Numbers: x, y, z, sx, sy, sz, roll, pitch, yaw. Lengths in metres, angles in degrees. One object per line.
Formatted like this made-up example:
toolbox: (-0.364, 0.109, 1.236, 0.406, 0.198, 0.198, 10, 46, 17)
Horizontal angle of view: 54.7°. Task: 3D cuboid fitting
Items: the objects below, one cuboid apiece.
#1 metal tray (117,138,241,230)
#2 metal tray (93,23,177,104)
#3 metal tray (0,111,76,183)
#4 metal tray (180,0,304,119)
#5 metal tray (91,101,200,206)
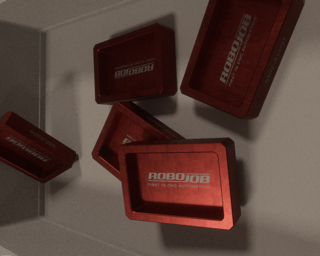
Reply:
metal tray: (0.019, 0.059, 0.346, 0.130, 0.030, 0.089, -3, 96, 28)
metal tray: (-0.039, -0.084, 0.433, 0.130, 0.030, 0.089, -4, 87, 39)
metal tray: (-0.220, 0.037, 0.517, 0.090, 0.130, 0.030, -30, 36, 31)
metal tray: (0.082, -0.084, 0.334, 0.090, 0.030, 0.129, 29, 108, 36)
metal tray: (-0.019, 0.035, 0.397, 0.130, 0.030, 0.089, 35, 112, 19)
